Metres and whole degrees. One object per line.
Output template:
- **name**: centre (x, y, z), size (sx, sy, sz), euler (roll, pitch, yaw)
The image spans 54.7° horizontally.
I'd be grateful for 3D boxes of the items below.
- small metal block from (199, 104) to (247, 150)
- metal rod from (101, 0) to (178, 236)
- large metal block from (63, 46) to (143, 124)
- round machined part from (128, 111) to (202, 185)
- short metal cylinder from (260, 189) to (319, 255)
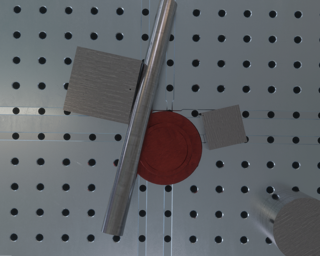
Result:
- **small metal block**: centre (0.083, -0.001, 0.414), size (0.050, 0.025, 0.050), euler (-13, 90, 0)
- **metal rod**: centre (-0.021, -0.024, 0.380), size (0.025, 0.025, 0.299), euler (13, 77, 0)
- **large metal block**: centre (-0.070, -0.052, 0.400), size (0.080, 0.050, 0.080), euler (13, 90, 0)
- **round machined part**: centre (0.006, 0.026, 0.405), size (0.099, 0.042, 0.097), euler (0, 90, 0)
- **short metal cylinder**: centre (0.178, 0.124, 0.403), size (0.081, 0.050, 0.079), euler (0, 90, 0)
